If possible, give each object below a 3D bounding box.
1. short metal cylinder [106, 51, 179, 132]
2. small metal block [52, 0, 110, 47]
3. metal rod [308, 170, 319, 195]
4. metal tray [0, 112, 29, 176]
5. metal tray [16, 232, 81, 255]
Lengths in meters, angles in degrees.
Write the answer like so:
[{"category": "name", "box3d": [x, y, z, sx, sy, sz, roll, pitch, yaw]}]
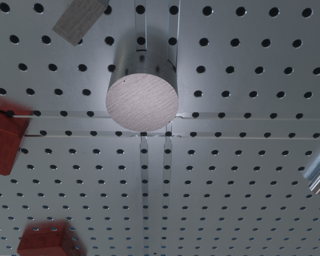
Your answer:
[{"category": "short metal cylinder", "box3d": [-0.019, -0.041, 0.360, 0.081, 0.050, 0.079, 0, 130, 0]}, {"category": "small metal block", "box3d": [-0.073, -0.114, 0.298, 0.025, 0.050, 0.050, 36, 121, -27]}, {"category": "metal rod", "box3d": [0.281, -0.014, 0.402, 0.025, 0.025, 0.298, 9, 130, -8]}, {"category": "metal tray", "box3d": [-0.255, 0.009, 0.413, 0.131, 0.030, 0.089, 22, 127, -18]}, {"category": "metal tray", "box3d": [-0.218, 0.263, 0.631, 0.090, 0.030, 0.129, -8, 130, 6]}]
